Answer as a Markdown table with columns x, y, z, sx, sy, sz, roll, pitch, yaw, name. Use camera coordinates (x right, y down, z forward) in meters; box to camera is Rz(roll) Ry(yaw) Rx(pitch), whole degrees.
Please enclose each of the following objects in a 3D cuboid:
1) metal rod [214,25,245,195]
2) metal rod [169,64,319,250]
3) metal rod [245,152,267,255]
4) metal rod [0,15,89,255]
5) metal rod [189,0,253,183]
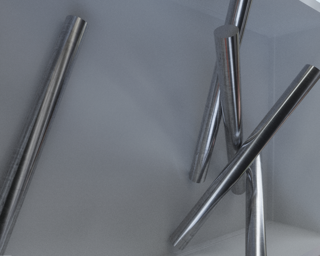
| x | y | z | sx | sy | sz | roll | pitch | yaw | name |
| --- | --- | --- | --- | --- | --- | --- | --- | --- | --- |
| 0.099 | 0.002 | 0.417 | 0.025 | 0.025 | 0.299 | -51 | 144 | -28 | metal rod |
| 0.113 | 0.042 | 0.420 | 0.025 | 0.025 | 0.299 | 34 | 95 | -36 | metal rod |
| 0.125 | 0.122 | 0.406 | 0.025 | 0.025 | 0.301 | 52 | 34 | -28 | metal rod |
| -0.129 | 0.027 | 0.299 | 0.025 | 0.025 | 0.299 | 26 | 74 | -37 | metal rod |
| 0.078 | -0.058 | 0.394 | 0.025 | 0.025 | 0.298 | -13 | 124 | -40 | metal rod |
